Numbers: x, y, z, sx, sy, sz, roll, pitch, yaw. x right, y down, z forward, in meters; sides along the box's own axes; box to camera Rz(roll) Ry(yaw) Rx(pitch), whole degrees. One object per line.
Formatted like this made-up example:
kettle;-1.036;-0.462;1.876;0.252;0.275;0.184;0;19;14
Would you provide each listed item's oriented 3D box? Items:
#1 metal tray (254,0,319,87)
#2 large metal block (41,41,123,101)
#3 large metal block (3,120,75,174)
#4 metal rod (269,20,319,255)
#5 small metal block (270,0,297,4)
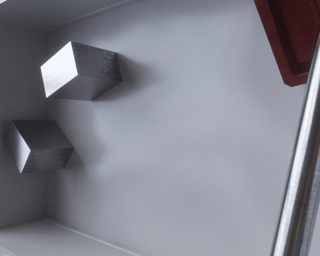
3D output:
metal tray;0.131;-0.107;0.256;0.090;0.030;0.129;-14;110;39
large metal block;-0.117;-0.081;0.465;0.080;0.081;0.050;-24;75;37
large metal block;-0.212;0.030;0.543;0.080;0.081;0.050;45;117;30
metal rod;0.108;0.029;0.227;0.025;0.025;0.298;11;86;39
small metal block;0.133;-0.152;0.297;0.050;0.025;0.050;8;95;39
